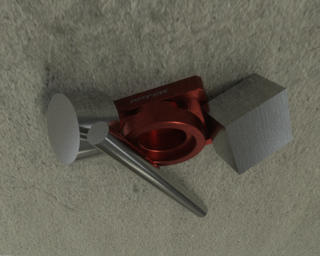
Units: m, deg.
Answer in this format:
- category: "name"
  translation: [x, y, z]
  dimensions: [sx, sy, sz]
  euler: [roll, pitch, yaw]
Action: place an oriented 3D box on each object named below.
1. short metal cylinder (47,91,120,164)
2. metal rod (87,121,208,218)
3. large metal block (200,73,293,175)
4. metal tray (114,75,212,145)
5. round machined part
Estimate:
- category: "short metal cylinder"
  translation: [-0.090, -0.002, 0.361]
  dimensions: [0.050, 0.080, 0.079]
  euler: [-10, 142, -42]
- category: "metal rod"
  translation: [0.005, 0.073, 0.413]
  dimensions: [0.025, 0.025, 0.300]
  euler: [-21, 144, 17]
- category: "large metal block"
  translation: [0.104, -0.005, 0.368]
  dimensions: [0.080, 0.050, 0.080]
  euler: [-32, 128, -8]
- category: "metal tray"
  translation: [0.002, -0.006, 0.400]
  dimensions: [0.130, 0.030, 0.090]
  euler: [-16, 129, 12]
- category: "round machined part"
  translation: [0.002, 0.005, 0.370]
  dimensions: [0.099, 0.042, 0.098]
  euler: [-4, 146, -3]
